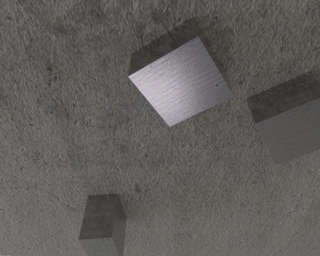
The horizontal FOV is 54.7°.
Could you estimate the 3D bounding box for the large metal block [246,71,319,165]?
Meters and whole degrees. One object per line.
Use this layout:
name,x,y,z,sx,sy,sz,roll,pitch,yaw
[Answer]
large metal block,0.164,-0.010,0.383,0.080,0.050,0.080,-24,126,19

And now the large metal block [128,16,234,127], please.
large metal block,0.023,-0.059,0.341,0.080,0.050,0.080,-26,126,20

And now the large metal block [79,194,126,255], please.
large metal block,-0.091,0.167,0.513,0.050,0.080,0.080,-5,130,4
